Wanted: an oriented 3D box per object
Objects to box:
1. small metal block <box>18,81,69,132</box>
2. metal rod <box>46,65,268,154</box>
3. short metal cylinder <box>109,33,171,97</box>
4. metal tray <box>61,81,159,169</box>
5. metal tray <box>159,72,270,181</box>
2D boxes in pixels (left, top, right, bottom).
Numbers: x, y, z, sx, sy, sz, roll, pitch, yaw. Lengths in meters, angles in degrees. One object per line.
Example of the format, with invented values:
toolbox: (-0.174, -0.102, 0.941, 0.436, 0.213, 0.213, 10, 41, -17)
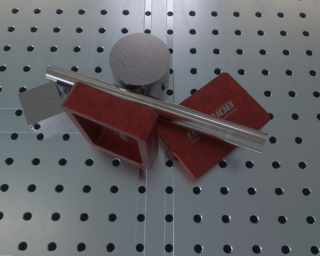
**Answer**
small metal block: (-0.157, -0.029, 0.421, 0.050, 0.025, 0.050, -23, 72, -8)
metal rod: (-0.017, -0.030, 0.394, 0.301, 0.025, 0.025, 19, 71, 17)
short metal cylinder: (-0.026, -0.083, 0.429, 0.081, 0.050, 0.080, 0, 70, 0)
metal tray: (-0.049, 0.003, 0.354, 0.090, 0.130, 0.030, 22, 72, 8)
metal tray: (0.067, -0.004, 0.411, 0.131, 0.030, 0.090, -37, 74, -13)
